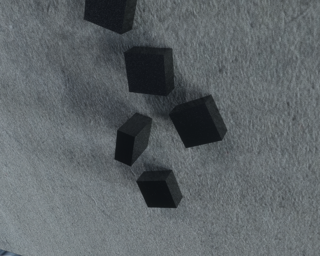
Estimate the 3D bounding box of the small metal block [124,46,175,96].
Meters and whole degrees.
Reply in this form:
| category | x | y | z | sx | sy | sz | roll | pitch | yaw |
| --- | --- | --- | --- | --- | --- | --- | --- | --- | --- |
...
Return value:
| category | x | y | z | sx | sy | sz | roll | pitch | yaw |
| --- | --- | --- | --- | --- | --- | --- | --- | --- | --- |
| small metal block | -0.012 | -0.068 | 0.370 | 0.050 | 0.025 | 0.050 | 9 | 122 | 23 |

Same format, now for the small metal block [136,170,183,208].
| category | x | y | z | sx | sy | sz | roll | pitch | yaw |
| --- | --- | --- | --- | --- | --- | --- | --- | --- | --- |
| small metal block | 0.000 | 0.091 | 0.462 | 0.050 | 0.025 | 0.050 | -7 | 115 | 31 |

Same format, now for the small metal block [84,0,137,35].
| category | x | y | z | sx | sy | sz | roll | pitch | yaw |
| --- | --- | --- | --- | --- | --- | --- | --- | --- | --- |
| small metal block | -0.055 | -0.140 | 0.348 | 0.050 | 0.025 | 0.050 | 25 | 127 | 12 |

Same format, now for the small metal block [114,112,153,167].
| category | x | y | z | sx | sy | sz | roll | pitch | yaw |
| --- | --- | --- | --- | --- | --- | --- | --- | --- | --- |
| small metal block | -0.036 | 0.015 | 0.417 | 0.025 | 0.050 | 0.050 | 22 | 127 | 15 |

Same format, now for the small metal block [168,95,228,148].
| category | x | y | z | sx | sy | sz | roll | pitch | yaw |
| --- | --- | --- | --- | --- | --- | --- | --- | --- | --- |
| small metal block | 0.047 | -0.007 | 0.377 | 0.050 | 0.025 | 0.050 | -16 | 111 | 34 |
